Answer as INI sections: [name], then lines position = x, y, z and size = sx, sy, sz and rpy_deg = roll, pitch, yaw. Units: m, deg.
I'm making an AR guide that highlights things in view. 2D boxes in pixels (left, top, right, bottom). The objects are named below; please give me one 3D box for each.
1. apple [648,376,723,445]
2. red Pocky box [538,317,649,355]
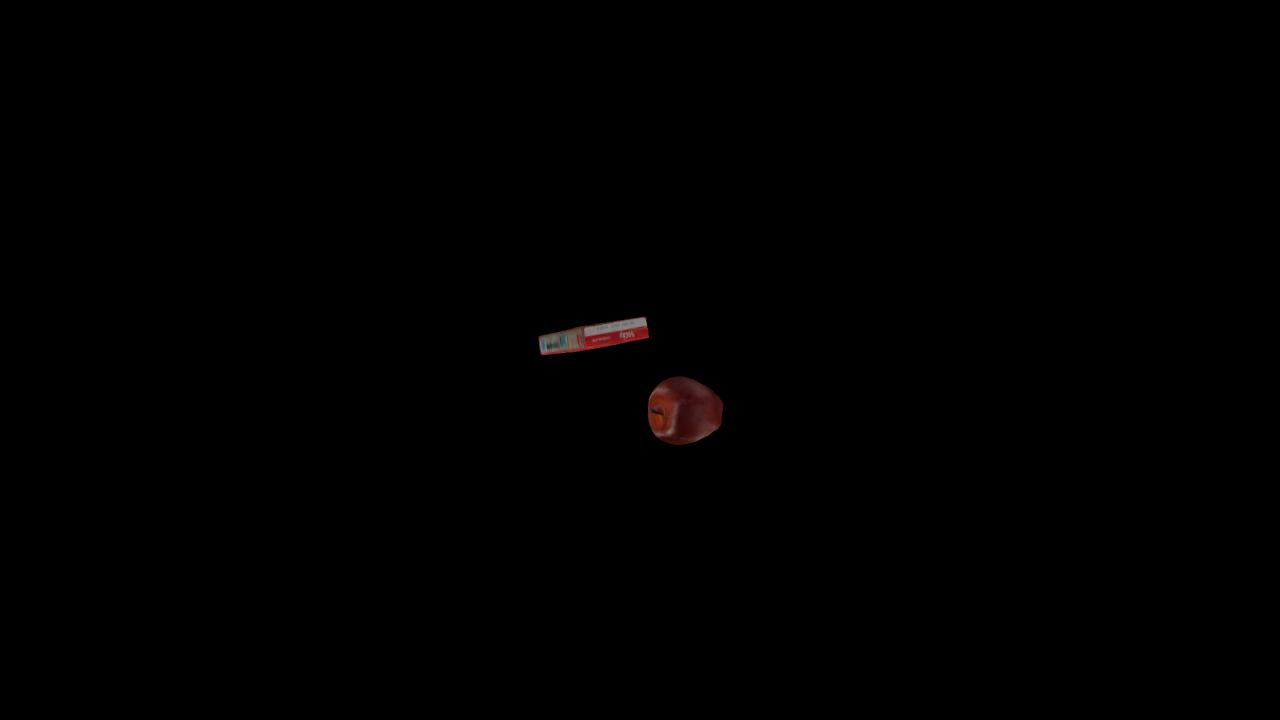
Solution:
[apple]
position = 0.051, 0.058, 0.706
size = 0.093, 0.079, 0.079
rpy_deg = 2, -1, -35
[red Pocky box]
position = -0.060, -0.027, 0.746
size = 0.083, 0.028, 0.155
rpy_deg = -12, 3, -27
